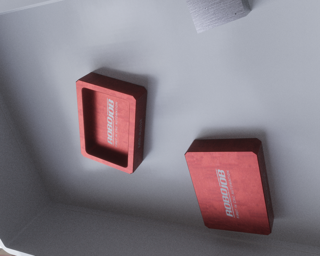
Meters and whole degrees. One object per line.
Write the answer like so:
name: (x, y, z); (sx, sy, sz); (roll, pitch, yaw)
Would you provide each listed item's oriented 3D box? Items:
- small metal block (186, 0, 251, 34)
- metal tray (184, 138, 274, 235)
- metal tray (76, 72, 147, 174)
small metal block: (0.054, -0.127, 0.301); (0.050, 0.025, 0.050); (-11, 114, 33)
metal tray: (0.092, 0.077, 0.404); (0.090, 0.030, 0.129); (-3, 117, 29)
metal tray: (-0.068, -0.005, 0.436); (0.090, 0.030, 0.129); (18, 125, 17)
